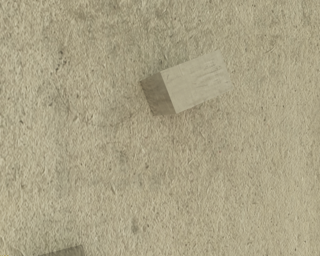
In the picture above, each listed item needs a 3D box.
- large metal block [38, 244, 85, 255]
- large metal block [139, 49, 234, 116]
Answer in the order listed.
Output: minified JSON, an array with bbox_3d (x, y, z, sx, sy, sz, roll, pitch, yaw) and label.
[{"bbox_3d":[-0.121,0.190,0.351,0.081,0.050,0.080,-8,93,-20],"label":"large metal block"},{"bbox_3d":[0.030,-0.054,0.391,0.081,0.080,0.050,-24,98,-18],"label":"large metal block"}]
